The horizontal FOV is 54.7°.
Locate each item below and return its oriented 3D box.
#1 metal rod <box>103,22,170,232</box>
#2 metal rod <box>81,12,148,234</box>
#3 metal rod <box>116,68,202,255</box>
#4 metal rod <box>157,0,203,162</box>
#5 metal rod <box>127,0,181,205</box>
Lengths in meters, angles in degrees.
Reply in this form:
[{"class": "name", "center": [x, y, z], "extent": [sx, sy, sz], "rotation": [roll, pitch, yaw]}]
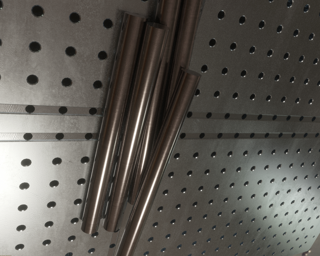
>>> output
[{"class": "metal rod", "center": [-0.037, 0.020, 0.392], "extent": [0.025, 0.025, 0.298], "rotation": [-1, 123, -28]}, {"class": "metal rod", "center": [-0.063, 0.012, 0.385], "extent": [0.025, 0.025, 0.298], "rotation": [2, 118, -30]}, {"class": "metal rod", "center": [-0.009, 0.066, 0.414], "extent": [0.025, 0.025, 0.298], "rotation": [5, 116, -31]}, {"class": "metal rod", "center": [0.025, -0.084, 0.374], "extent": [0.025, 0.025, 0.298], "rotation": [-5, 121, -27]}, {"class": "metal rod", "center": [-0.011, -0.024, 0.391], "extent": [0.025, 0.025, 0.298], "rotation": [-4, 120, -27]}]
